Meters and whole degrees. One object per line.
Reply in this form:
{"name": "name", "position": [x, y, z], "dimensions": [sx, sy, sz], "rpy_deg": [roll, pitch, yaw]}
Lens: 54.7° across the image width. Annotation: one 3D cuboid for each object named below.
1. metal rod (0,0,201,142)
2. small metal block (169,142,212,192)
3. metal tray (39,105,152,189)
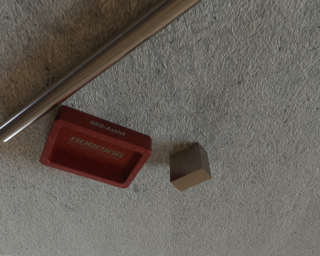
{"name": "metal rod", "position": [-0.087, -0.062, 0.352], "dimensions": [0.300, 0.025, 0.025], "rpy_deg": [-30, 124, 22]}
{"name": "small metal block", "position": [0.042, 0.055, 0.438], "dimensions": [0.050, 0.050, 0.025], "rpy_deg": [-28, 125, 21]}
{"name": "metal tray", "position": [-0.088, 0.031, 0.428], "dimensions": [0.131, 0.030, 0.089], "rpy_deg": [21, 127, -18]}
